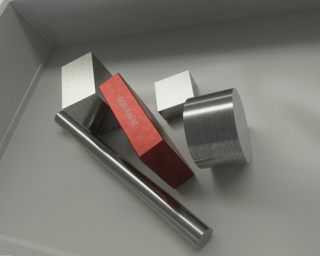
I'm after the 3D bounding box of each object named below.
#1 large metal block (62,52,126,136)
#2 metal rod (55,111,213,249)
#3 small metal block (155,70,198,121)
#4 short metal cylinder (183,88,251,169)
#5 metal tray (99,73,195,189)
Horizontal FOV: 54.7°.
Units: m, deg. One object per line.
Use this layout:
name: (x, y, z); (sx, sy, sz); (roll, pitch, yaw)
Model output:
large metal block: (-0.094, -0.047, 0.444); (0.050, 0.080, 0.080); (-24, 53, 14)
metal rod: (-0.055, 0.048, 0.402); (0.300, 0.025, 0.025); (32, 80, 37)
small metal block: (0.023, -0.044, 0.416); (0.050, 0.025, 0.050); (-18, 55, 17)
short metal cylinder: (0.063, 0.001, 0.334); (0.050, 0.080, 0.080); (-11, 57, 23)
metal tray: (-0.017, 0.002, 0.367); (0.030, 0.090, 0.130); (-37, 51, 3)
